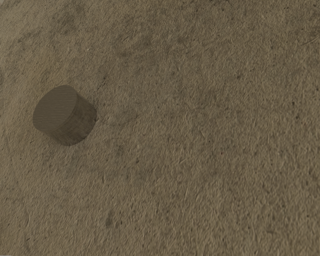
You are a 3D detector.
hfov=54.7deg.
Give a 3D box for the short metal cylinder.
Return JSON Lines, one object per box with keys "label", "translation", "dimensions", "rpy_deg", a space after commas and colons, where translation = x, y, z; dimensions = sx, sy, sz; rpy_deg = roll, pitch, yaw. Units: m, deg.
{"label": "short metal cylinder", "translation": [-0.146, -0.019, 0.476], "dimensions": [0.080, 0.050, 0.080], "rpy_deg": [-13, 56, 21]}
